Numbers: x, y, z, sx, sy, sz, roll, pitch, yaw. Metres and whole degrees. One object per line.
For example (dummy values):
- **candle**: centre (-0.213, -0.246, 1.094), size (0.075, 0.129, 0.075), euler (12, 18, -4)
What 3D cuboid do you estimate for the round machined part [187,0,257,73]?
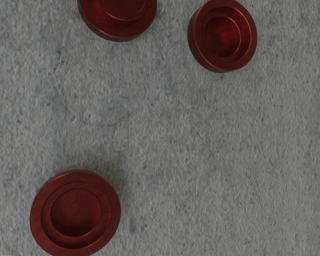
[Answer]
- **round machined part**: centre (0.082, -0.125, 0.431), size (0.099, 0.042, 0.097), euler (0, 90, -21)

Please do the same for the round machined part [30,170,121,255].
- **round machined part**: centre (-0.099, 0.097, 0.364), size (0.099, 0.042, 0.097), euler (0, 90, -21)

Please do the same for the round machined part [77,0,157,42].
- **round machined part**: centre (-0.050, -0.160, 0.382), size (0.099, 0.042, 0.097), euler (0, 90, -21)
